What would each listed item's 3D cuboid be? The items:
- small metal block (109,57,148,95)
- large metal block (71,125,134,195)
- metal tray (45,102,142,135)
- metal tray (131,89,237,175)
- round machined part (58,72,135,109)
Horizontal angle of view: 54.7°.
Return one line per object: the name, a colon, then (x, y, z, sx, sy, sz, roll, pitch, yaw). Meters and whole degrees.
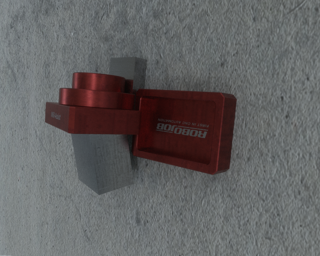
small metal block: (-0.047, -0.074, 0.443, 0.050, 0.025, 0.050, 9, 95, 39)
large metal block: (-0.082, 0.037, 0.431, 0.080, 0.050, 0.079, 11, 111, 57)
metal tray: (-0.094, -0.015, 0.417, 0.130, 0.091, 0.030, 12, 99, 57)
metal tray: (0.024, 0.000, 0.382, 0.130, 0.030, 0.089, 8, 95, 39)
round machined part: (-0.082, -0.049, 0.410, 0.098, 0.099, 0.042, 8, 95, 39)
